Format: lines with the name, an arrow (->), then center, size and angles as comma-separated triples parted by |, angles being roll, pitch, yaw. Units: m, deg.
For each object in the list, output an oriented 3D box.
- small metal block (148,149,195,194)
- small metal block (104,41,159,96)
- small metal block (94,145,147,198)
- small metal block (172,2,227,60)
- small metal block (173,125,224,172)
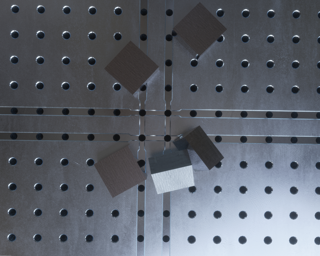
small metal block -> 0.016, 0.057, 0.399 | 0.050, 0.050, 0.025 | -13, 49, 0
small metal block -> -0.037, -0.078, 0.413 | 0.050, 0.025, 0.050 | 43, 90, -1
small metal block -> -0.051, 0.057, 0.413 | 0.050, 0.025, 0.050 | -29, 90, -1
small metal block -> 0.052, -0.128, 0.414 | 0.050, 0.025, 0.050 | -45, 91, 0
small metal block -> 0.048, 0.028, 0.399 | 0.025, 0.050, 0.050 | -37, 91, -17
